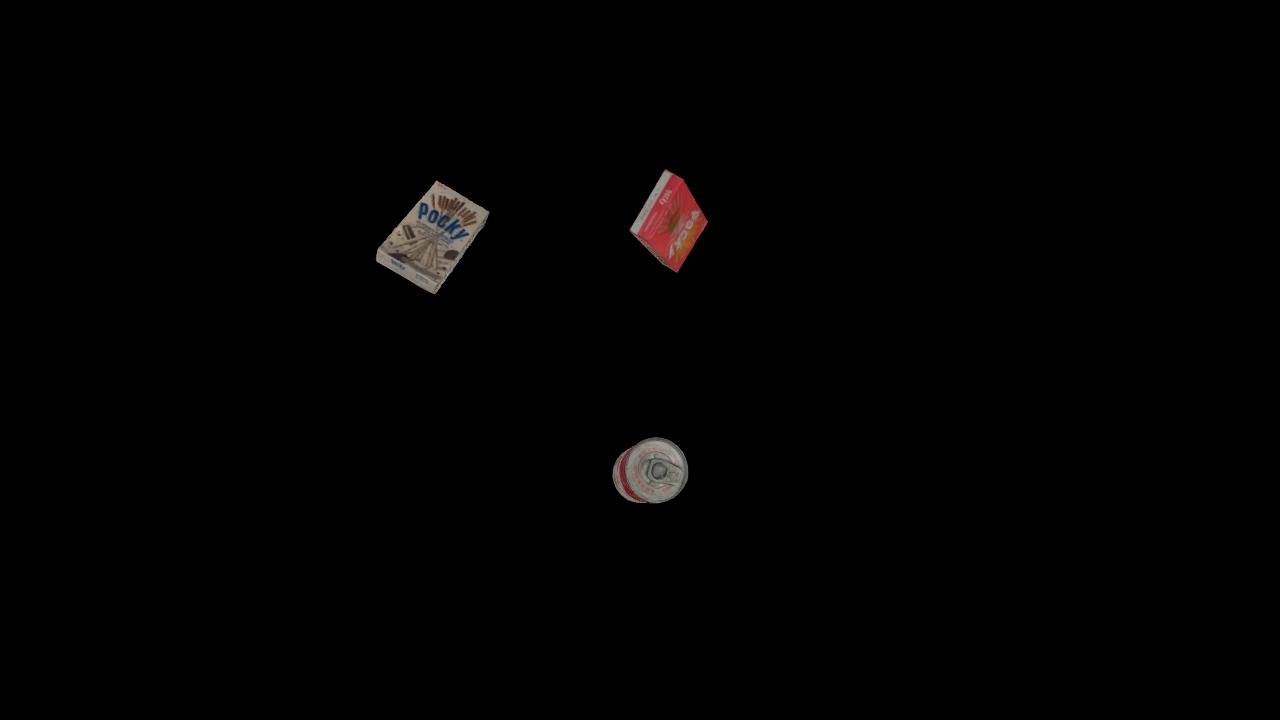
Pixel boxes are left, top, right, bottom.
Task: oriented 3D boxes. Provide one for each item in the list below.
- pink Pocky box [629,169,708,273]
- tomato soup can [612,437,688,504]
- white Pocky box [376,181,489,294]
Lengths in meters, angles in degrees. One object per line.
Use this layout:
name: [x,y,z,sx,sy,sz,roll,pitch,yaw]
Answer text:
pink Pocky box: [0.040,-0.170,0.777,0.029,0.084,0.155,33,3,18]
tomato soup can: [0.008,0.125,0.681,0.068,0.068,0.101,0,-13,-11]
white Pocky box: [-0.268,-0.163,0.806,0.084,0.154,0.028,30,-39,-12]
